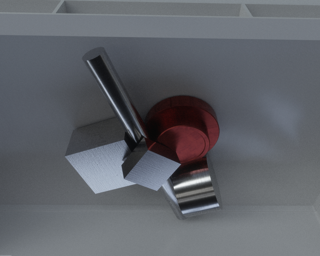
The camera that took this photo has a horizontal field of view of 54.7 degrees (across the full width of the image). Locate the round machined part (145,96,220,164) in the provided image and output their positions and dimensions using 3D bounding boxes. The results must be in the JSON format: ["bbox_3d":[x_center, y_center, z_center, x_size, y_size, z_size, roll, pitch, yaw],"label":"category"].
[{"bbox_3d":[0.028,0.010,0.404,0.099,0.042,0.097,-1,130,0],"label":"round machined part"}]

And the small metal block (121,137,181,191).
[{"bbox_3d":[-0.011,0.045,0.382,0.050,0.025,0.050,26,114,-30],"label":"small metal block"}]

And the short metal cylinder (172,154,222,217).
[{"bbox_3d":[0.053,0.082,0.442,0.050,0.080,0.080,-16,129,13],"label":"short metal cylinder"}]

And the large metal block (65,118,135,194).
[{"bbox_3d":[-0.066,0.037,0.418,0.080,0.050,0.080,-16,129,12],"label":"large metal block"}]

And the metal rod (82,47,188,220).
[{"bbox_3d":[-0.015,0.031,0.405,0.025,0.025,0.299,-16,129,13],"label":"metal rod"}]
